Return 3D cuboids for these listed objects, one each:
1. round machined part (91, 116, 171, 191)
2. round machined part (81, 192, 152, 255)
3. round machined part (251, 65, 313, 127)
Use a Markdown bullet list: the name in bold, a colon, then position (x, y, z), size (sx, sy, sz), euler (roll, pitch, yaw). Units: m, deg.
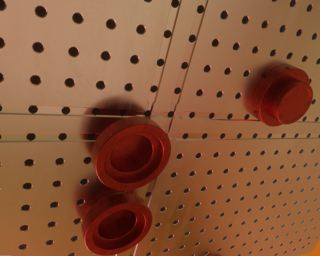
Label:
- **round machined part**: position (-0.039, 0.028, 0.396), size (0.099, 0.042, 0.097), euler (-14, 124, -21)
- **round machined part**: position (-0.064, 0.132, 0.446), size (0.099, 0.042, 0.097), euler (-14, 124, -21)
- **round machined part**: position (0.194, -0.044, 0.477), size (0.099, 0.042, 0.097), euler (-14, 124, -21)
